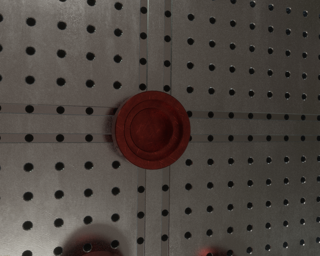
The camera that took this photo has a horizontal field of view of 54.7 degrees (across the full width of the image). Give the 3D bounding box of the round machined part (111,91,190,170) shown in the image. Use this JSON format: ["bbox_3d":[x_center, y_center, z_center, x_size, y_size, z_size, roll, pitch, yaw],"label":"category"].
[{"bbox_3d":[-0.014,0.003,0.399,0.099,0.042,0.097,0,90,-21],"label":"round machined part"}]

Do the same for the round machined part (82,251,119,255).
[{"bbox_3d":[-0.078,0.198,0.376,0.099,0.042,0.097,0,90,-21],"label":"round machined part"}]
